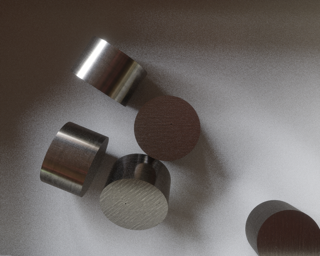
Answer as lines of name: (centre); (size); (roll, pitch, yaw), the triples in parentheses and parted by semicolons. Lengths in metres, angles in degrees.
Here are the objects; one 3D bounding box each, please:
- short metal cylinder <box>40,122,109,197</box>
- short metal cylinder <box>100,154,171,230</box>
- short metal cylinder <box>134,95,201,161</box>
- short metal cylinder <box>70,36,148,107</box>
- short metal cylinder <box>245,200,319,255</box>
short metal cylinder: (-0.103, 0.038, 0.383); (0.050, 0.080, 0.080); (23, 90, -1)
short metal cylinder: (-0.028, 0.079, 0.382); (0.080, 0.050, 0.079); (2, 119, 5)
short metal cylinder: (0.009, 0.000, 0.399); (0.081, 0.050, 0.079); (0, 90, -1)
short metal cylinder: (-0.063, -0.069, 0.383); (0.080, 0.080, 0.050); (33, 90, -1)
short metal cylinder: (0.158, 0.139, 0.401); (0.081, 0.050, 0.079); (0, 90, -1)
